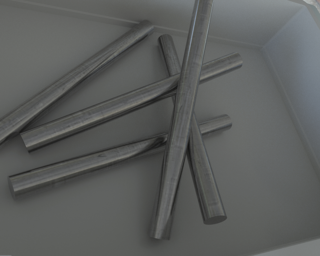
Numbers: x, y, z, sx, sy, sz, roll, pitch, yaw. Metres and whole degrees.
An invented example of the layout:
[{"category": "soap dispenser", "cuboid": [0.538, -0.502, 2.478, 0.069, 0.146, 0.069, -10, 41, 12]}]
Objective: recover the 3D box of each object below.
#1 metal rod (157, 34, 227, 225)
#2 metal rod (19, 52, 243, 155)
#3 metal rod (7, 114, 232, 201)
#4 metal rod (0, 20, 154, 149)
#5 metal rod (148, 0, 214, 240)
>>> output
[{"category": "metal rod", "cuboid": [0.033, -0.022, 0.410, 0.025, 0.025, 0.299, 8, 50, -25]}, {"category": "metal rod", "cuboid": [-0.015, -0.040, 0.384, 0.302, 0.025, 0.025, -24, 75, -24]}, {"category": "metal rod", "cuboid": [-0.021, 0.024, 0.380, 0.303, 0.025, 0.025, -15, 70, -35]}, {"category": "metal rod", "cuboid": [-0.096, -0.072, 0.398, 0.025, 0.025, 0.301, 41, 51, -1]}, {"category": "metal rod", "cuboid": [0.029, -0.023, 0.371, 0.025, 0.025, 0.299, 17, 75, -19]}]
